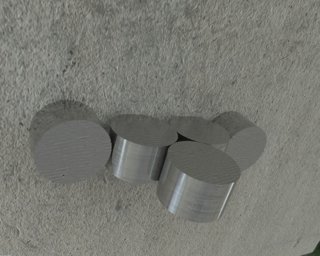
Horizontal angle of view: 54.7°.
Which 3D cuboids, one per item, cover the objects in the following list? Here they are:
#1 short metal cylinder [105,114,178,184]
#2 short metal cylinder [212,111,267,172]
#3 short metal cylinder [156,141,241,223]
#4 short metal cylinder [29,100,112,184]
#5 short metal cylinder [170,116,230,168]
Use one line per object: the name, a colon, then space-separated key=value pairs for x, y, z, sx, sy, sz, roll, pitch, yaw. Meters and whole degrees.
short metal cylinder: x=-0.024 y=0.023 z=0.374 sx=0.081 sy=0.080 sz=0.050 roll=0 pitch=118 yaw=-29
short metal cylinder: x=0.111 y=0.021 z=0.465 sx=0.081 sy=0.050 sz=0.079 roll=-14 pitch=125 yaw=-21
short metal cylinder: x=0.041 y=0.056 z=0.340 sx=0.081 sy=0.080 sz=0.050 roll=0 pitch=119 yaw=-29
short metal cylinder: x=-0.101 y=0.015 z=0.346 sx=0.081 sy=0.050 sz=0.079 roll=-14 pitch=125 yaw=-21
short metal cylinder: x=0.047 y=0.023 z=0.413 sx=0.081 sy=0.080 sz=0.050 roll=0 pitch=118 yaw=-29
